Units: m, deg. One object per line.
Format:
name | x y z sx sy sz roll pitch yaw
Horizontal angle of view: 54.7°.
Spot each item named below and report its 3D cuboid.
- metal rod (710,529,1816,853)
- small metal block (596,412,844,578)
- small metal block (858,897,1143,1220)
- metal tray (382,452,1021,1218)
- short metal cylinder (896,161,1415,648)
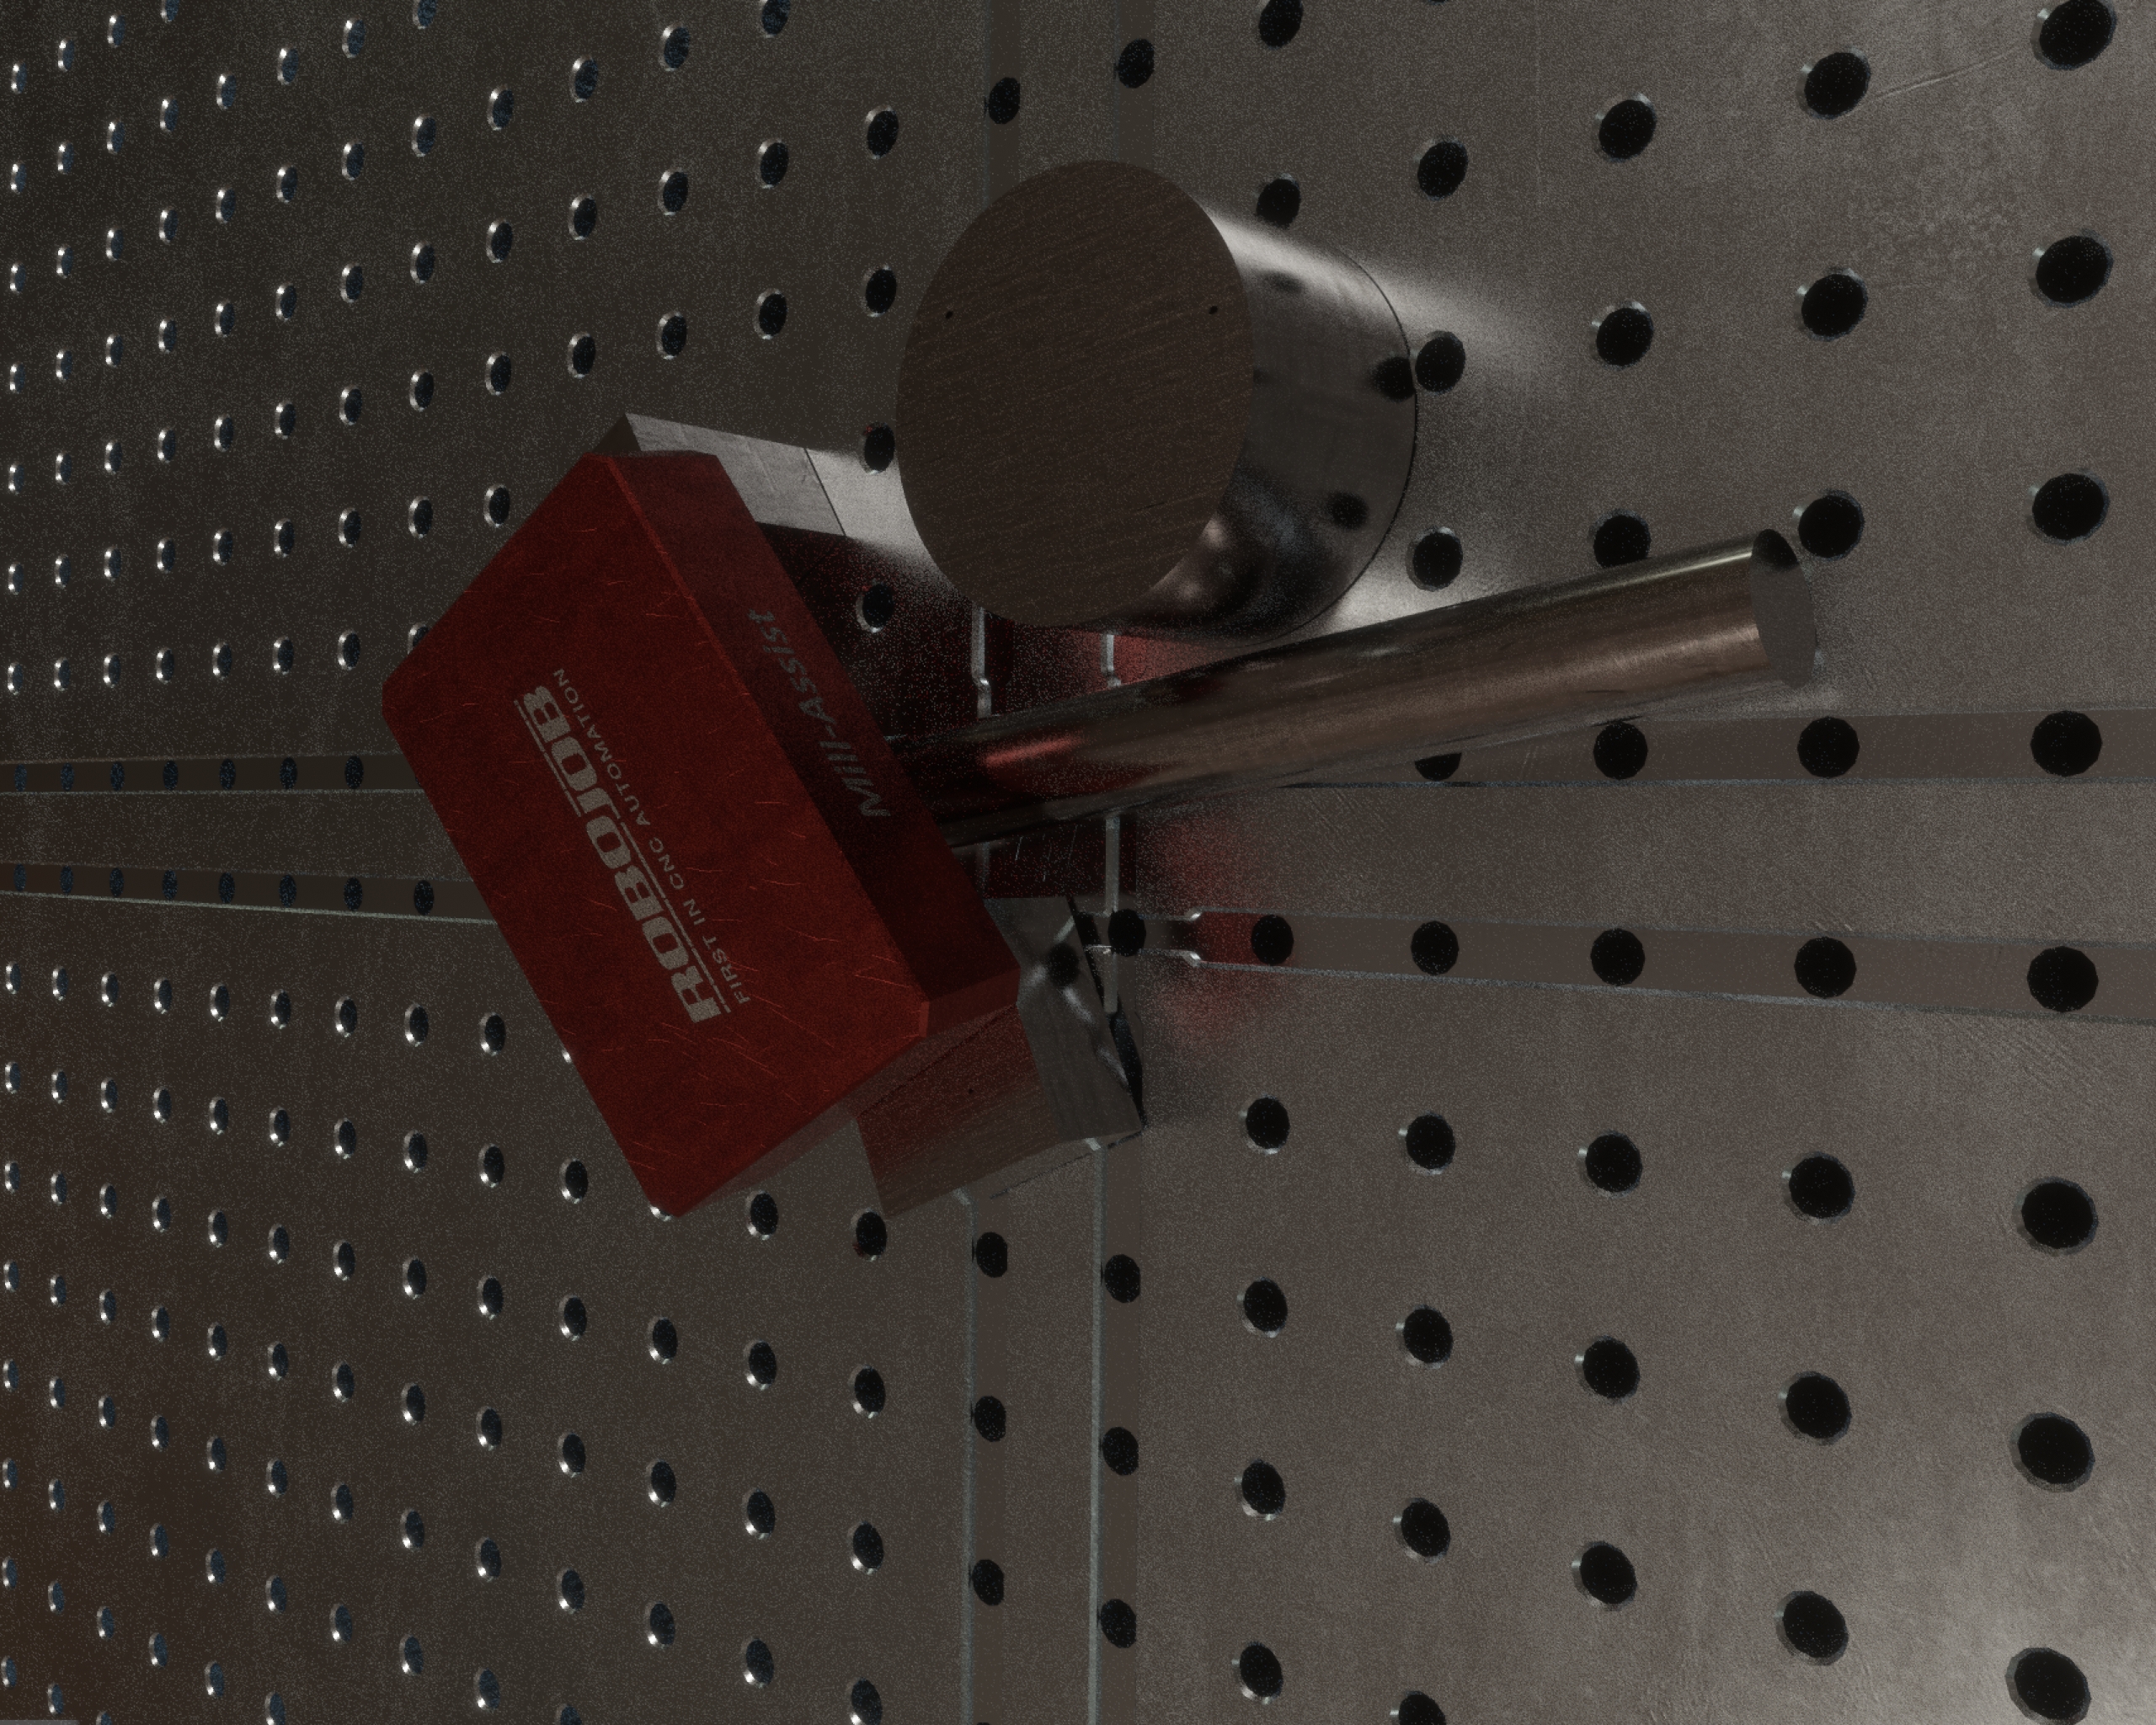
metal rod | -0.007 -0.019 0.413 0.300 0.025 0.025 -10 84 39
small metal block | -0.090 -0.071 0.464 0.050 0.050 0.025 -39 67 33
small metal block | -0.021 0.040 0.423 0.050 0.025 0.050 -29 72 36
metal tray | -0.079 -0.006 0.418 0.090 0.030 0.130 -37 79 34
short metal cylinder | 0.013 -0.081 0.379 0.080 0.050 0.079 0 90 39
